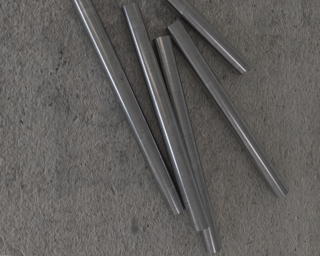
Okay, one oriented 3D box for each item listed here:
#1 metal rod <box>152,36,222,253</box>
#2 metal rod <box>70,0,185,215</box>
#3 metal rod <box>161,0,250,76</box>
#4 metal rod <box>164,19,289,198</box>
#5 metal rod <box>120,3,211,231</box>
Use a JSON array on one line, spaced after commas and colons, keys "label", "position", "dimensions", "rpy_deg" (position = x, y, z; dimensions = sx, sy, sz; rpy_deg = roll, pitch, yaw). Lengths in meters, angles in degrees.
[{"label": "metal rod", "position": [0.038, 0.026, 0.422], "dimensions": [0.025, 0.025, 0.298], "rpy_deg": [-16, 96, -19]}, {"label": "metal rod", "position": [-0.037, -0.025, 0.395], "dimensions": [0.025, 0.025, 0.299], "rpy_deg": [-27, 99, -18]}, {"label": "metal rod", "position": [0.011, -0.178, 0.412], "dimensions": [0.301, 0.025, 0.025], "rpy_deg": [40, 78, -16]}, {"label": "metal rod", "position": [0.101, -0.019, 0.445], "dimensions": [0.025, 0.025, 0.299], "rpy_deg": [-39, 103, -16]}, {"label": "metal rod", "position": [0.008, -0.012, 0.400], "dimensions": [0.025, 0.025, 0.298], "rpy_deg": [-19, 93, -19]}]
